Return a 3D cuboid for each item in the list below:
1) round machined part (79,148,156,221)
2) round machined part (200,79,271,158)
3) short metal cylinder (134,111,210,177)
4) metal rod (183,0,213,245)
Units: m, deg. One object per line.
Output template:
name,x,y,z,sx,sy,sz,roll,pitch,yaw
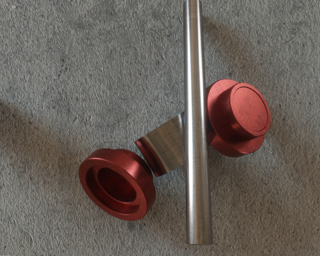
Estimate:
round machined part,-0.048,0.065,0.384,0.098,0.042,0.097,16,129,22
round machined part,0.096,-0.016,0.378,0.099,0.042,0.098,13,64,-29
short metal cylinder,0.015,0.017,0.383,0.080,0.080,0.050,-32,90,0
metal rod,0.040,-0.027,0.351,0.025,0.025,0.299,1,66,0
